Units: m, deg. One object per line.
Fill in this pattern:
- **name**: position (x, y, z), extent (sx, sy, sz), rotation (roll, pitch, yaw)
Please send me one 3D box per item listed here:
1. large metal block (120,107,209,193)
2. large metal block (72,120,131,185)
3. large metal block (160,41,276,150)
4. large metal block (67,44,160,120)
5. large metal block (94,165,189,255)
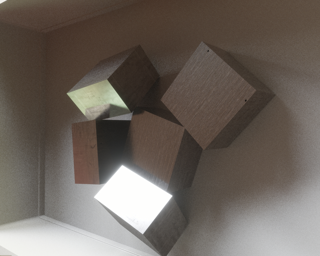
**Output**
- **large metal block**: position (0.004, 0.024, 0.385), extent (0.080, 0.050, 0.079), rotation (24, 105, 37)
- **large metal block**: position (-0.070, 0.031, 0.425), extent (0.050, 0.081, 0.080), rotation (-7, 86, 39)
- **large metal block**: position (0.060, -0.033, 0.337), extent (0.080, 0.050, 0.080), rotation (51, 120, 27)
- **large metal block**: position (-0.060, -0.058, 0.409), extent (0.080, 0.080, 0.050), rotation (-10, 126, 40)
- **large metal block**: position (-0.020, 0.102, 0.376), extent (0.080, 0.080, 0.050), rotation (25, 63, 35)
